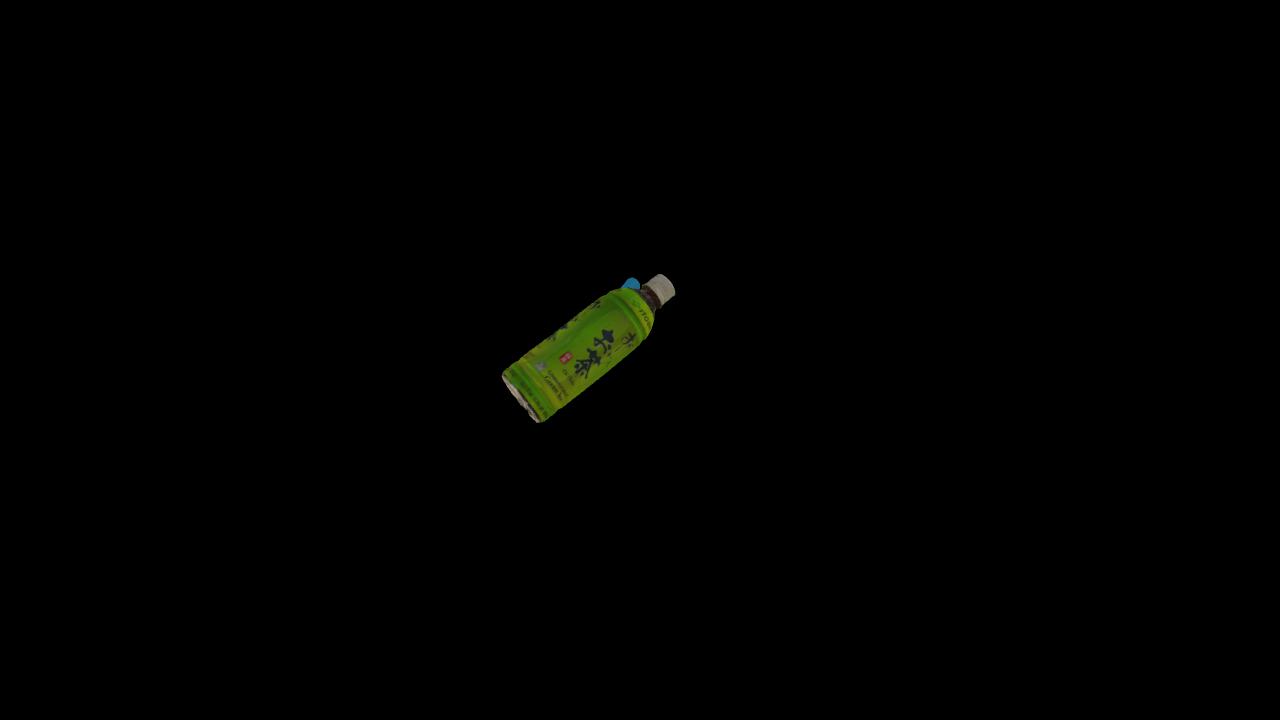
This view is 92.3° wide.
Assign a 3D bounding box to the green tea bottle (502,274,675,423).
[{"bbox_3d":[-0.048,-0.022,0.674,0.212,0.073,0.073,-40,13,-16],"label":"green tea bottle"}]

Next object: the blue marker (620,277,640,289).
[{"bbox_3d":[-0.033,-0.063,0.721,0.020,0.020,0.121,0,35,34],"label":"blue marker"}]
